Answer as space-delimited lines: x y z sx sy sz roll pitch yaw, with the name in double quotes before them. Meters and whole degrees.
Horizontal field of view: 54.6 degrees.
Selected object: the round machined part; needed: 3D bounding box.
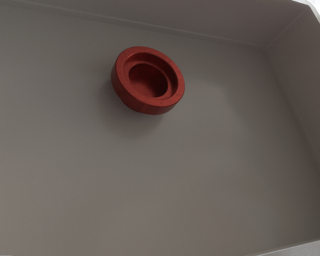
"round machined part" -0.019 -0.059 0.420 0.099 0.042 0.098 13 56 -21
